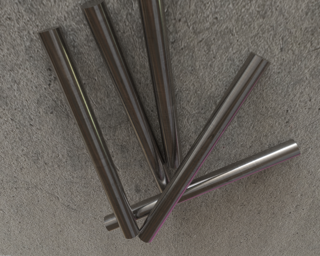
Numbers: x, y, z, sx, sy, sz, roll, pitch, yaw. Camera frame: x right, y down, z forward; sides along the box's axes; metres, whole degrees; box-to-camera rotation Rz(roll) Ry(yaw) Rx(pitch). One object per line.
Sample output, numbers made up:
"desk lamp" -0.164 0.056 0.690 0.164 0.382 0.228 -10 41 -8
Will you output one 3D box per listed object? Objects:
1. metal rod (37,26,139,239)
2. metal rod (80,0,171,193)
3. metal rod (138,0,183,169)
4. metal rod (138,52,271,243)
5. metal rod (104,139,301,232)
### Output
"metal rod" -0.079 0.026 0.388 0.025 0.025 0.298 -11 117 9
"metal rod" -0.027 -0.012 0.396 0.025 0.025 0.299 -12 129 9
"metal rod" 0.001 -0.063 0.353 0.025 0.025 0.298 -6 130 5
"metal rod" 0.045 0.041 0.402 0.025 0.025 0.298 21 115 -17
"metal rod" 0.055 0.087 0.456 0.301 0.025 0.025 -24 127 9
